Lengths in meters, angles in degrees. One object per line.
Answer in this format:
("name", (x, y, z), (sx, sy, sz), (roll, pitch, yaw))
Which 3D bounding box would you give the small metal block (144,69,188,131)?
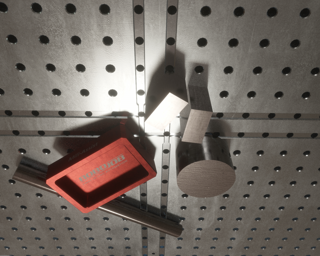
("small metal block", (0.007, -0.033, 0.367), (0.025, 0.050, 0.050), (27, 125, -22))

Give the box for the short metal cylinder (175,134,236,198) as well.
("short metal cylinder", (0.063, 0.055, 0.443), (0.081, 0.050, 0.079), (0, 130, 0))

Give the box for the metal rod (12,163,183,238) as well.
("metal rod", (-0.090, 0.127, 0.518), (0.301, 0.025, 0.025), (27, 125, -22))

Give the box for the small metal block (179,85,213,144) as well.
("small metal block", (0.043, -0.017, 0.382), (0.025, 0.050, 0.050), (7, 130, -7))

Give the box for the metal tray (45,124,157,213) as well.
("metal tray", (-0.082, 0.062, 0.444), (0.130, 0.030, 0.090), (-29, 125, 9))
